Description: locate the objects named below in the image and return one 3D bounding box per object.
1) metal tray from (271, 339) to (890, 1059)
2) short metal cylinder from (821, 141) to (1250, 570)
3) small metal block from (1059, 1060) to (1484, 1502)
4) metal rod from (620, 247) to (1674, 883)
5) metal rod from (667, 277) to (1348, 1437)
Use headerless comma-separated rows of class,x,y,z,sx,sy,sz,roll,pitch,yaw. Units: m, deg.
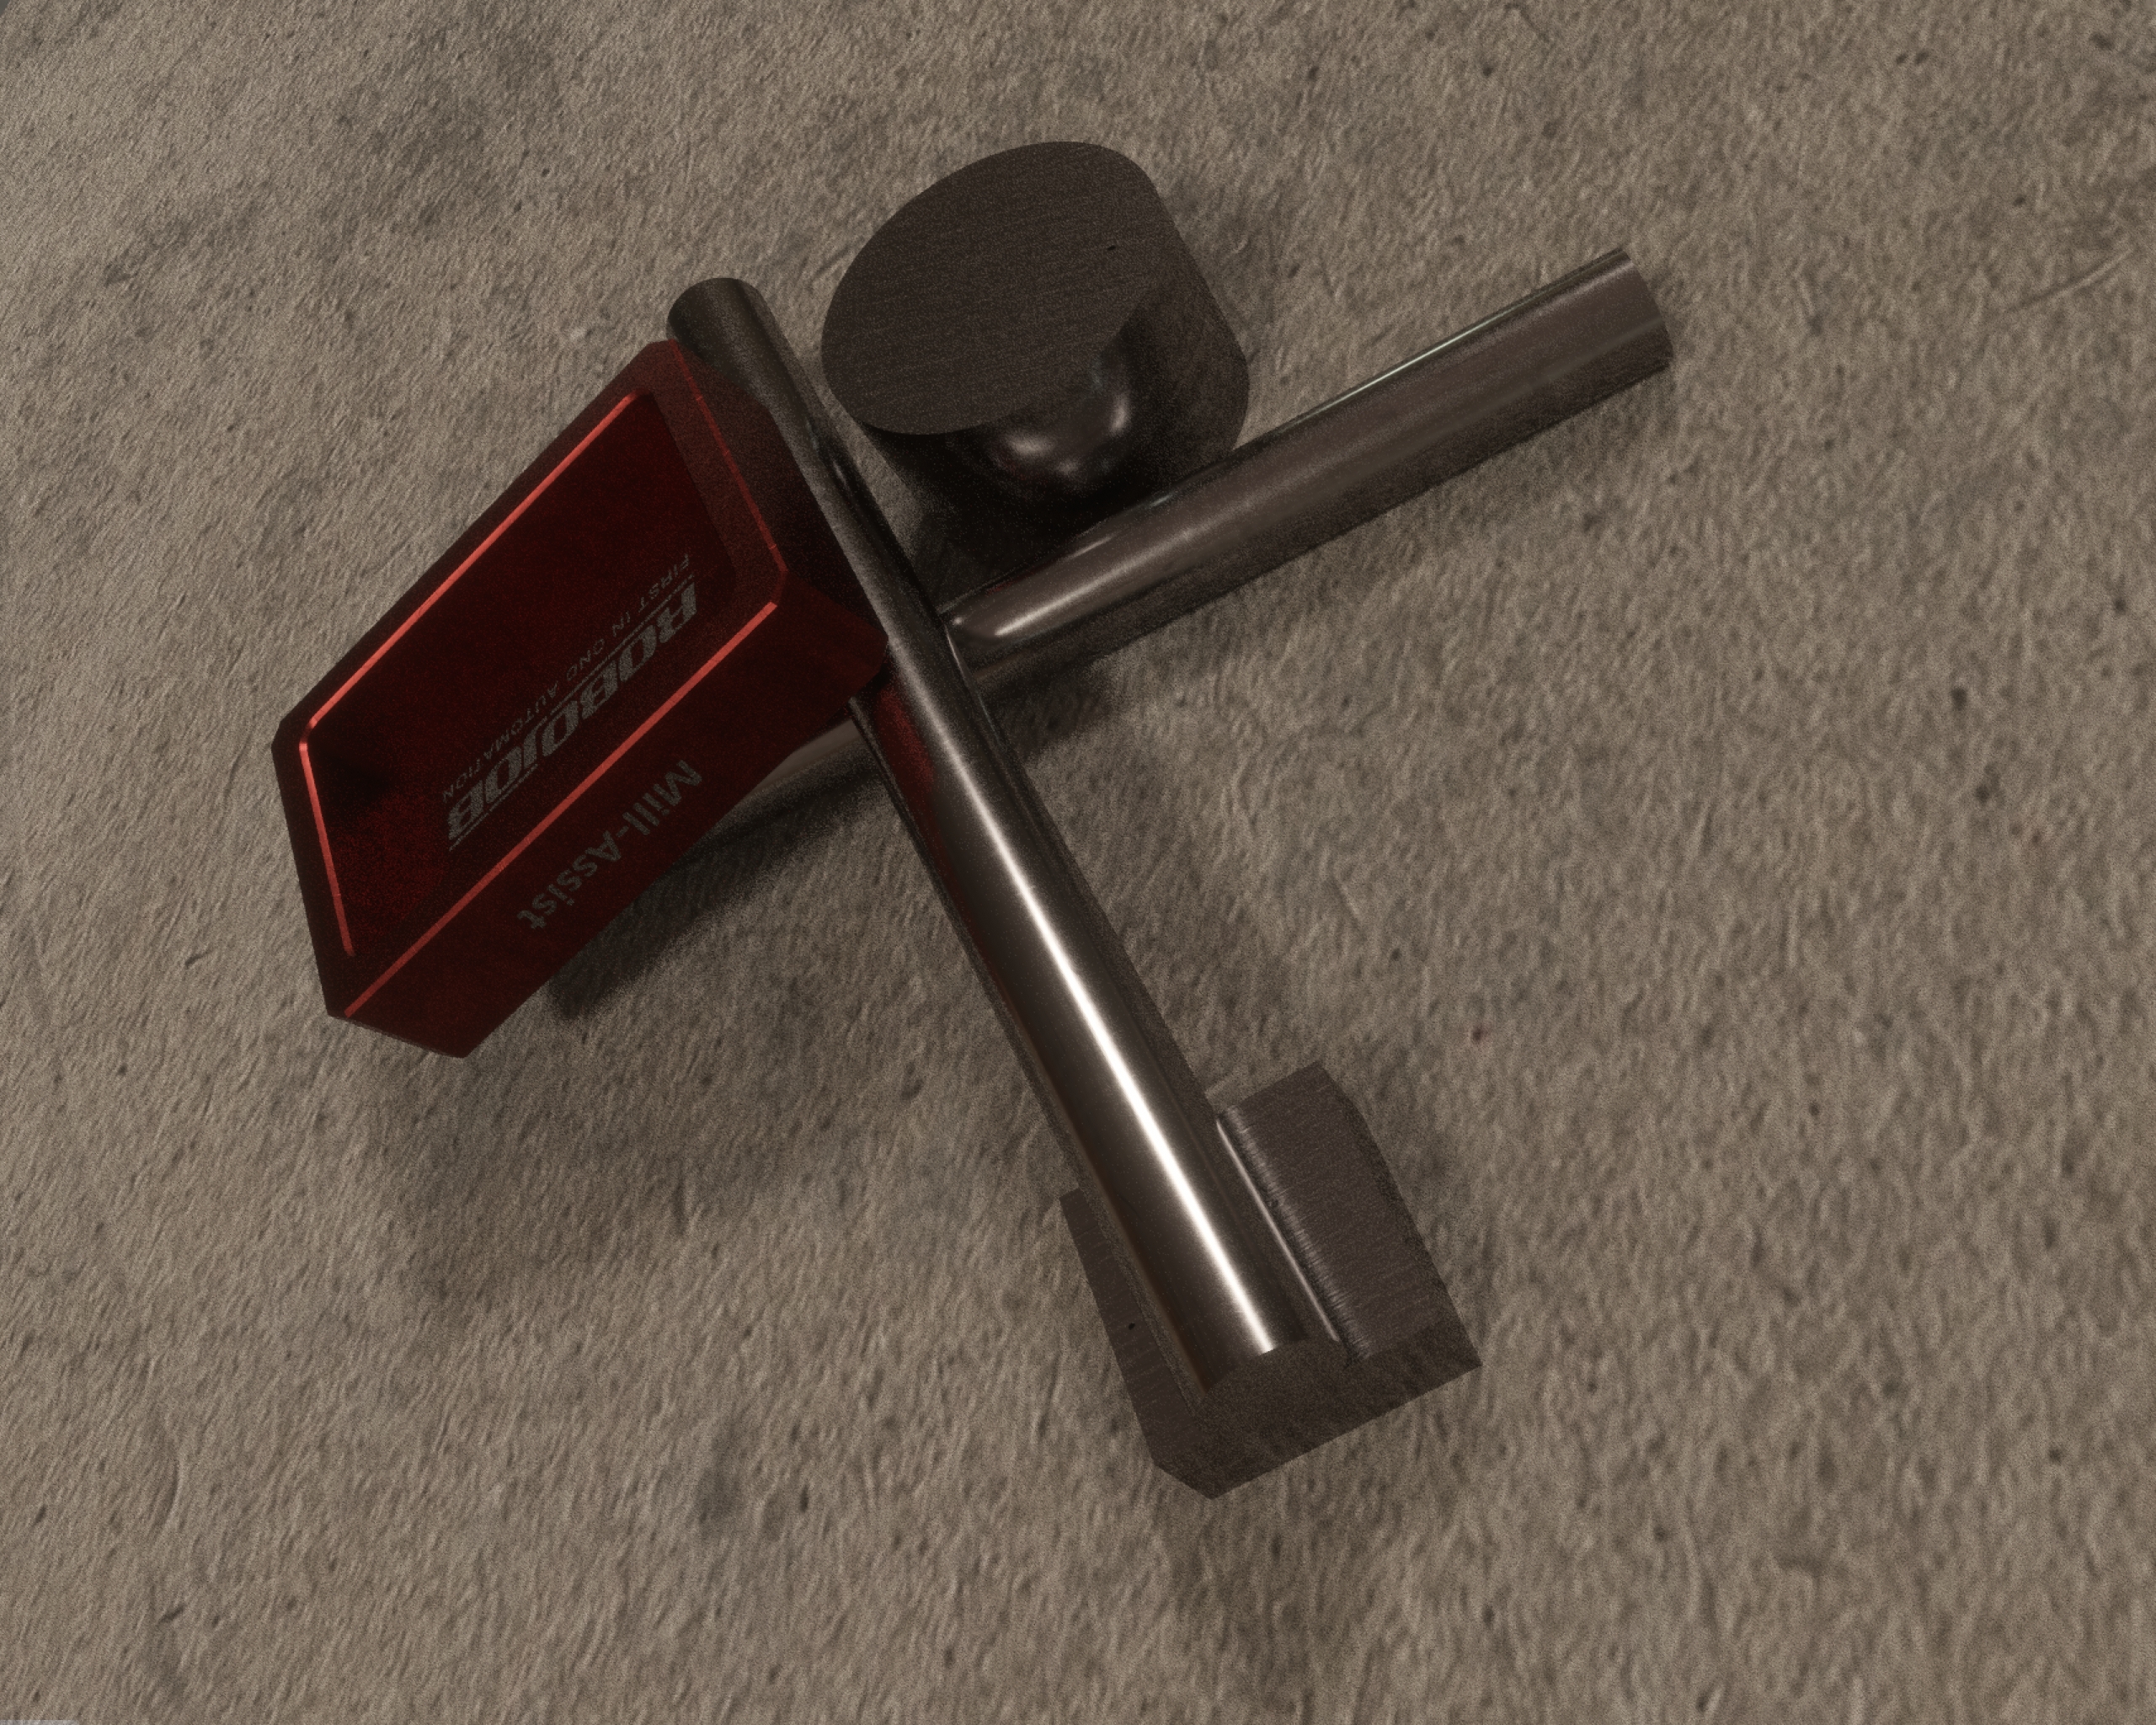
metal tray,-0.106,-0.034,0.427,0.130,0.030,0.090,-41,50,15
short metal cylinder,-0.009,-0.111,0.459,0.080,0.050,0.080,-13,56,20
small metal block,0.031,0.069,0.345,0.050,0.025,0.050,-29,52,9
metal rod,-0.020,-0.045,0.442,0.301,0.025,0.025,-26,53,11
metal rod,-0.028,-0.025,0.402,0.025,0.025,0.300,-34,52,6
